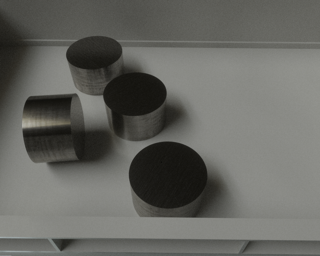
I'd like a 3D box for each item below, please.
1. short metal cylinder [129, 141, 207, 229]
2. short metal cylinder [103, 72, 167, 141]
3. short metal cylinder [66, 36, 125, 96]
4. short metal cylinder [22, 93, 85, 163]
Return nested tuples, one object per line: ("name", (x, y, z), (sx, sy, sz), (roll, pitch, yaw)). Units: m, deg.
("short metal cylinder", (0.008, 0.061, 0.337), (0.080, 0.050, 0.080), (0, 50, 0))
("short metal cylinder", (-0.032, -0.029, 0.413), (0.080, 0.050, 0.080), (0, 50, 0))
("short metal cylinder", (-0.095, -0.095, 0.468), (0.080, 0.050, 0.080), (0, 50, 0))
("short metal cylinder", (-0.122, 0.000, 0.368), (0.050, 0.080, 0.080), (-4, 50, -3))
